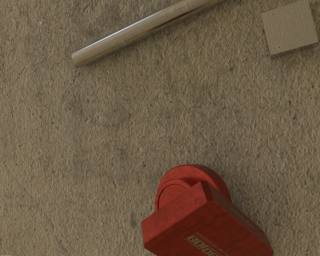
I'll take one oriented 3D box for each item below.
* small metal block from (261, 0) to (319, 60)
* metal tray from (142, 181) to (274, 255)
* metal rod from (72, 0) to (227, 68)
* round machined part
[{"bbox_3d":[0.148,-0.112,0.357,0.050,0.025,0.050,-13,86,19],"label":"small metal block"},{"bbox_3d":[0.054,0.124,0.345,0.090,0.030,0.130,-38,120,15],"label":"metal tray"},{"bbox_3d":[0.015,-0.147,0.403,0.300,0.025,0.025,-20,84,18],"label":"metal rod"},{"bbox_3d":[0.032,0.093,0.372,0.098,0.042,0.097,-2,87,39],"label":"round machined part"}]
